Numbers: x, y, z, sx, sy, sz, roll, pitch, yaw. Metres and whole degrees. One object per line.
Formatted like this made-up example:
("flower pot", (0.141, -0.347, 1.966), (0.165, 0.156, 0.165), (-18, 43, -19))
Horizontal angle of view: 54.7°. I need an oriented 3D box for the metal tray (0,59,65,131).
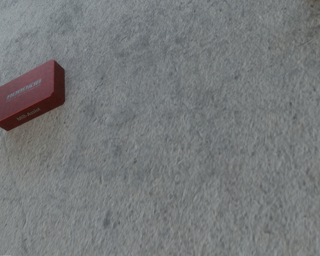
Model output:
("metal tray", (-0.234, -0.059, 0.557), (0.130, 0.030, 0.090), (-23, 53, 13))
